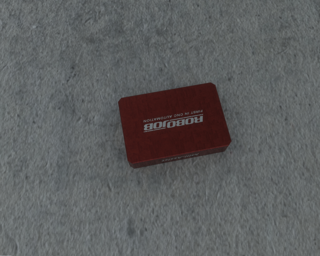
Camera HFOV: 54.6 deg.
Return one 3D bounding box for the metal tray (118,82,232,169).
[{"bbox_3d":[0.017,-0.004,0.407,0.131,0.030,0.090,-10,70,-4],"label":"metal tray"}]
